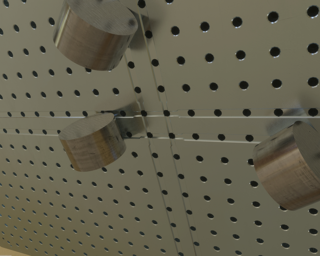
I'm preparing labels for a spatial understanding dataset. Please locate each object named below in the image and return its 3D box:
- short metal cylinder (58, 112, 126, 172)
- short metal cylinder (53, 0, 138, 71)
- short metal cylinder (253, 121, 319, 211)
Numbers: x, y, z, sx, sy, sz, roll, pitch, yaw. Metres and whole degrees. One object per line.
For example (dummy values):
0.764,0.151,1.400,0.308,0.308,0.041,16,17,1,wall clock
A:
-0.094,0.018,0.436,0.080,0.080,0.050,-4,116,30,short metal cylinder
-0.072,-0.110,0.345,0.080,0.080,0.050,39,129,2,short metal cylinder
0.144,0.039,0.324,0.080,0.080,0.050,46,129,-4,short metal cylinder
